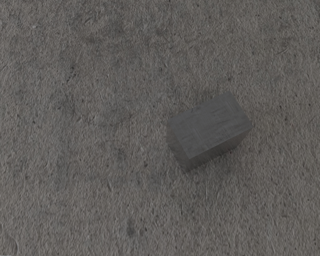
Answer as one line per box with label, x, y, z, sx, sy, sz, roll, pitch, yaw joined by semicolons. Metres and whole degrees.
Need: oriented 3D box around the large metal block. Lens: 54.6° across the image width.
large metal block;0.055;0.008;0.376;0.080;0.080;0.050;-26;72;-9
